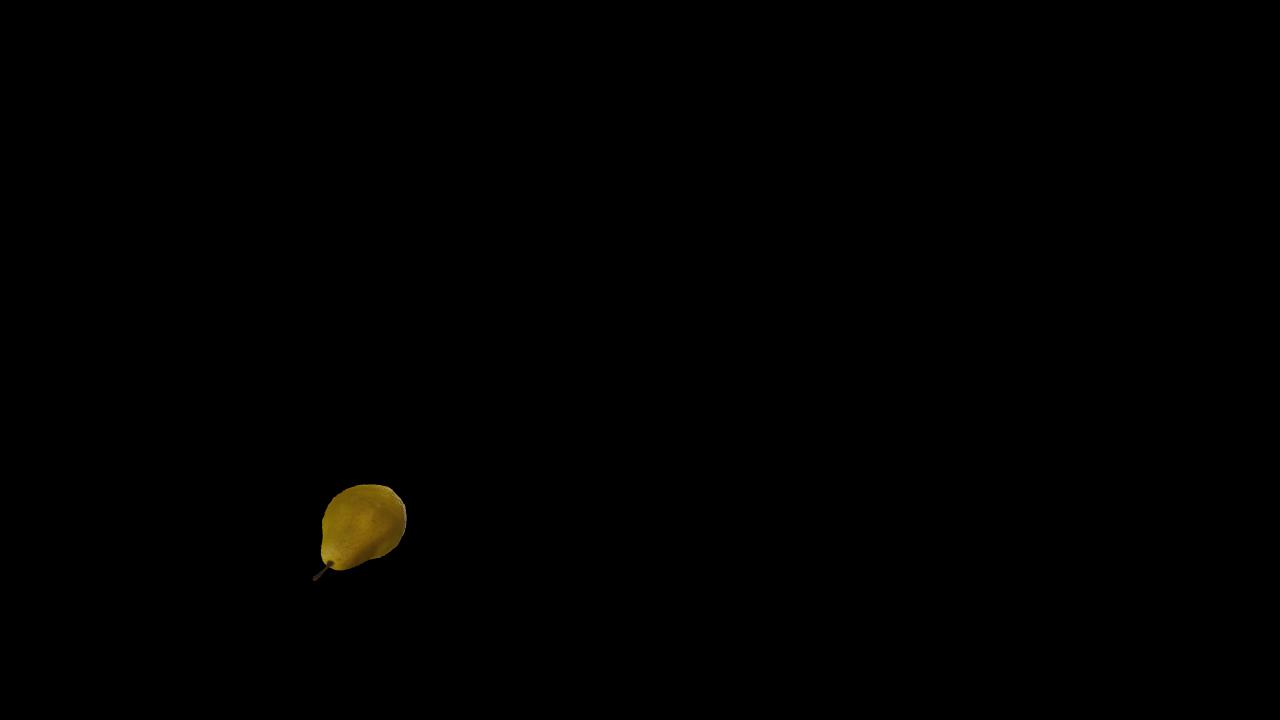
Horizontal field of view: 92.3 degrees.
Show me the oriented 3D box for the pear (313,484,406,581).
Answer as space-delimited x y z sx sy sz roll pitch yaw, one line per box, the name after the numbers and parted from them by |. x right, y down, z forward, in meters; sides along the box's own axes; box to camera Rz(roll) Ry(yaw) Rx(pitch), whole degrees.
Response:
-0.277 0.171 0.602 0.080 0.080 0.111 0 21 -4 | pear
